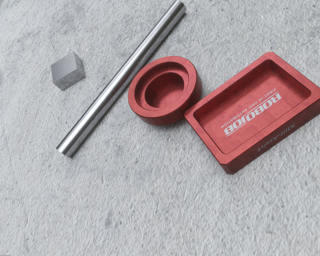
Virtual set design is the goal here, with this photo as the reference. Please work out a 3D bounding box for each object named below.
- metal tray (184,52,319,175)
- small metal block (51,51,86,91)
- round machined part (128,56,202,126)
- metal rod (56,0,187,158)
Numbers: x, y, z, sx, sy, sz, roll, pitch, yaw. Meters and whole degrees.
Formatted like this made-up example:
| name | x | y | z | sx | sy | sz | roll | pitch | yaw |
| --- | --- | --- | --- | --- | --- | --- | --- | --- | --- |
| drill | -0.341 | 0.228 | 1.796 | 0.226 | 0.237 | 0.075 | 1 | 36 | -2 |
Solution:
| name | x | y | z | sx | sy | sz | roll | pitch | yaw |
| --- | --- | --- | --- | --- | --- | --- | --- | --- | --- |
| metal tray | 0.104 | -0.019 | 0.357 | 0.130 | 0.030 | 0.090 | -36 | 52 | 4 |
| small metal block | -0.164 | -0.101 | 0.552 | 0.050 | 0.025 | 0.050 | -29 | 52 | 10 |
| round machined part | 0.010 | -0.045 | 0.416 | 0.098 | 0.042 | 0.098 | -13 | 56 | 21 |
| metal rod | -0.055 | -0.082 | 0.482 | 0.025 | 0.025 | 0.300 | 29 | 77 | 37 |
